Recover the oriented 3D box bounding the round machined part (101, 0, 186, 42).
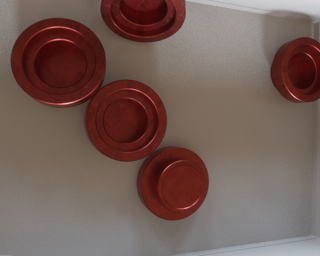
[{"bbox_3d":[-0.019,-0.150,0.369,0.099,0.098,0.042,10,65,-20],"label":"round machined part"}]

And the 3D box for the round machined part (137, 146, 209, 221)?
[{"bbox_3d":[0.022,0.074,0.411,0.099,0.042,0.097,0,90,-21],"label":"round machined part"}]

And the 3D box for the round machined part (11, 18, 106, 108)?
[{"bbox_3d":[-0.112,-0.070,0.353,0.099,0.042,0.097,1,82,-9],"label":"round machined part"}]

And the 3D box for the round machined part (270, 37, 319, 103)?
[{"bbox_3d":[0.214,-0.087,0.482,0.099,0.042,0.097,0,90,-21],"label":"round machined part"}]

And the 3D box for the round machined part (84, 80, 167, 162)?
[{"bbox_3d":[-0.045,-0.009,0.386,0.099,0.042,0.097,0,90,-21],"label":"round machined part"}]
